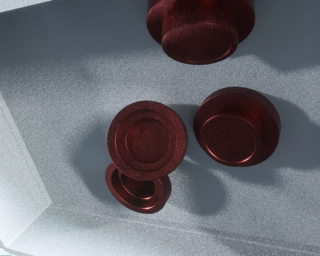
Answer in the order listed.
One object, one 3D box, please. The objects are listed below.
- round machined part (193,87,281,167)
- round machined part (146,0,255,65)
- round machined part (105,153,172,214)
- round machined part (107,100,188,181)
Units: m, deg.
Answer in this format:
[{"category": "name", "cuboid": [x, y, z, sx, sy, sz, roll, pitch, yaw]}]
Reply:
[{"category": "round machined part", "cuboid": [0.085, 0.006, 0.356, 0.098, 0.042, 0.097, 13, 124, 20]}, {"category": "round machined part", "cuboid": [0.036, -0.093, 0.285, 0.099, 0.042, 0.098, 3, 162, 1]}, {"category": "round machined part", "cuboid": [-0.028, 0.076, 0.458, 0.098, 0.042, 0.097, 13, 124, 20]}, {"category": "round machined part", "cuboid": [-0.013, 0.016, 0.394, 0.098, 0.042, 0.097, -1, 87, 11]}]
